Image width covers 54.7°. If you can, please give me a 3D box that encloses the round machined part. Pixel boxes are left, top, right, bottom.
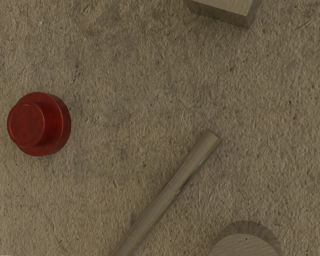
[{"bbox_3d":[-0.187,-0.006,0.464,0.098,0.042,0.097,0,90,19],"label":"round machined part"}]

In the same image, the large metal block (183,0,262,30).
[{"bbox_3d":[0.082,-0.173,0.366,0.080,0.050,0.080,24,98,18],"label":"large metal block"}]

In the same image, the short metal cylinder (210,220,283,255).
[{"bbox_3d":[0.101,0.155,0.360,0.080,0.050,0.079,0,90,19],"label":"short metal cylinder"}]

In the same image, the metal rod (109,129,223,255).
[{"bbox_3d":[-0.018,0.126,0.414,0.025,0.025,0.299,39,102,15],"label":"metal rod"}]
